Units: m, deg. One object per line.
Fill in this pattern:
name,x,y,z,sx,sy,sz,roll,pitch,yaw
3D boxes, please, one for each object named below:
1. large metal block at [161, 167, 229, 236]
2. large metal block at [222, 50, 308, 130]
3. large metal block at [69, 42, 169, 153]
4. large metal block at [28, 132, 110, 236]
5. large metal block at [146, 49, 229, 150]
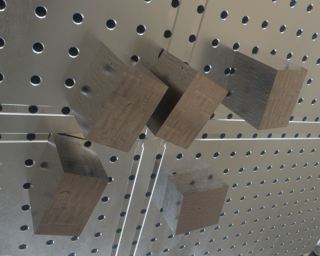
large metal block,0.054,0.115,0.495,0.081,0.050,0.079,-6,121,-25
large metal block,0.136,-0.053,0.416,0.050,0.080,0.079,-6,121,-26
large metal block,-0.048,-0.034,0.328,0.050,0.080,0.080,22,107,-36
large metal block,-0.108,0.064,0.355,0.050,0.080,0.080,18,109,-35
large metal block,0.018,-0.035,0.363,0.050,0.080,0.080,25,105,-37
